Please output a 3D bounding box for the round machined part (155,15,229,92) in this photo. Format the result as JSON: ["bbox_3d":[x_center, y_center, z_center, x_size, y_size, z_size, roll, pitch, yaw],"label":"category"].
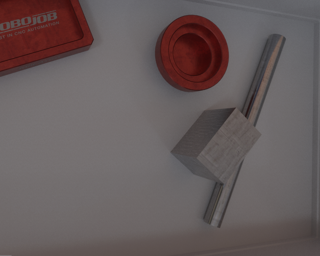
[{"bbox_3d":[0.039,-0.097,0.417,0.099,0.042,0.097,0,90,-21],"label":"round machined part"}]

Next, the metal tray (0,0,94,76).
[{"bbox_3d":[-0.154,-0.117,0.351,0.131,0.030,0.090,-23,98,-19],"label":"metal tray"}]

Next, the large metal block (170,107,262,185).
[{"bbox_3d":[0.071,0.021,0.409,0.050,0.080,0.080,44,76,-15],"label":"large metal block"}]

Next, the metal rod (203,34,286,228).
[{"bbox_3d":[0.128,-0.001,0.459,0.025,0.025,0.299,24,82,-19],"label":"metal rod"}]
